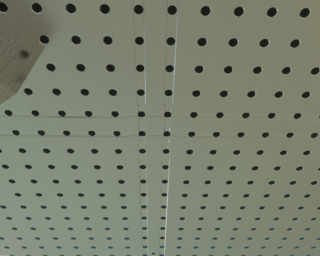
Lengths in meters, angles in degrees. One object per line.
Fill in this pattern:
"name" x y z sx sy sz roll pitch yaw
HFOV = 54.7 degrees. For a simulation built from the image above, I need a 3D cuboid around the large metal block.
"large metal block" -0.180 -0.073 0.311 0.050 0.080 0.080 -27 125 21
